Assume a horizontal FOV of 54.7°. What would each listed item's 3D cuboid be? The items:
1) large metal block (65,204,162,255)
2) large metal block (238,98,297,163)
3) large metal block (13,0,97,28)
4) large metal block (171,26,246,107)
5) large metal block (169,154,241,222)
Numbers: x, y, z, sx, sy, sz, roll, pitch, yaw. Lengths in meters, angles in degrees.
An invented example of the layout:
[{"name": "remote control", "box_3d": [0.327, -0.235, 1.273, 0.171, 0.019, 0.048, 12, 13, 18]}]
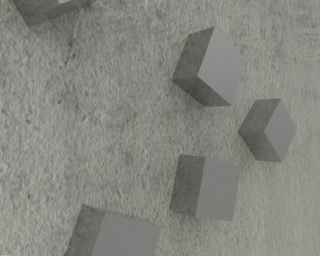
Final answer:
[{"name": "large metal block", "box_3d": [-0.054, 0.137, 0.345, 0.080, 0.050, 0.080, 28, 73, -37]}, {"name": "large metal block", "box_3d": [0.195, 0.004, 0.555, 0.080, 0.050, 0.080, 51, 60, -28]}, {"name": "large metal block", "box_3d": [-0.090, -0.142, 0.294, 0.080, 0.080, 0.050, -38, 114, -34]}, {"name": "large metal block", "box_3d": [0.073, -0.086, 0.452, 0.080, 0.050, 0.080, 33, 70, -36]}, {"name": "large metal block", "box_3d": [0.066, 0.086, 0.447, 0.080, 0.050, 0.080, 19, 78, -39]}]
